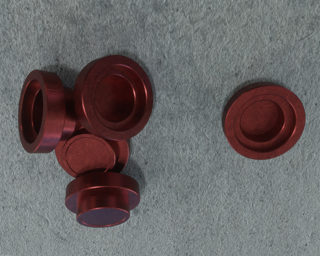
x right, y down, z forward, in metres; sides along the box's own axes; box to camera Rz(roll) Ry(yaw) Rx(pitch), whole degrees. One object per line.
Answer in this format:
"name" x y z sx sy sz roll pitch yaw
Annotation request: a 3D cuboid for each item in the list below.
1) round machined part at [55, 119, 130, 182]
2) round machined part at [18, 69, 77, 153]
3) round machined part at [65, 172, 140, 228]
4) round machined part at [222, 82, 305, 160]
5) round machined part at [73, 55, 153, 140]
"round machined part" -0.091 0.031 0.411 0.099 0.042 0.097 0 110 0
"round machined part" -0.133 -0.018 0.373 0.042 0.098 0.097 4 115 -41
"round machined part" -0.075 0.101 0.413 0.099 0.042 0.097 -6 143 -4
"round machined part" 0.128 -0.012 0.397 0.099 0.042 0.097 0 110 0
"round machined part" -0.059 -0.035 0.369 0.099 0.042 0.097 -3 94 -43
